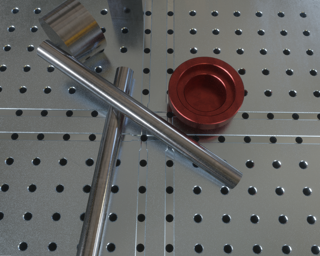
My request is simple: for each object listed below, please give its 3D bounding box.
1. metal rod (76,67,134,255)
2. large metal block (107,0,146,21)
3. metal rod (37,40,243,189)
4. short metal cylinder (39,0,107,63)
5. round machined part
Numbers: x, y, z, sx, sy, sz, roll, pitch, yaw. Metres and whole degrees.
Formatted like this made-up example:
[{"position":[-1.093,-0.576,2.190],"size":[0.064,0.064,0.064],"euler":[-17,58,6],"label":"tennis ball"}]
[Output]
[{"position":[-0.070,0.058,0.389],"size":[0.025,0.025,0.299],"euler":[8,70,3],"label":"metal rod"},{"position":[-0.049,-0.220,0.462],"size":[0.050,0.080,0.080],"euler":[3,70,1],"label":"large metal block"},{"position":[-0.027,-0.019,0.395],"size":[0.301,0.025,0.025],"euler":[35,74,3],"label":"metal rod"},{"position":[-0.120,-0.131,0.429],"size":[0.050,0.080,0.080],"euler":[-42,75,-14],"label":"short metal cylinder"},{"position":[0.060,-0.044,0.419],"size":[0.099,0.042,0.098],"euler":[0,70,0],"label":"round machined part"}]
